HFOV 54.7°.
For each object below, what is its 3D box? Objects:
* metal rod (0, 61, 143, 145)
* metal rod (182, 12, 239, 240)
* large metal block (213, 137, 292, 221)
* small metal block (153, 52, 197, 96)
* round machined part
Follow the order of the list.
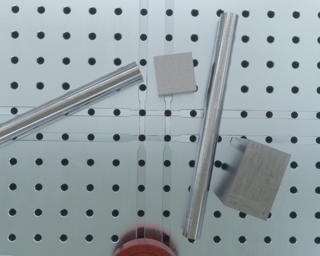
[{"bbox_3d":[-0.164,-0.014,0.411,0.301,0.025,0.025,-25,90,-1],"label":"metal rod"},{"bbox_3d":[0.068,-0.003,0.414,0.025,0.025,0.298,10,90,-1],"label":"metal rod"},{"bbox_3d":[0.110,0.058,0.387,0.050,0.080,0.080,21,90,-1],"label":"large metal block"},{"bbox_3d":[0.019,-0.071,0.414,0.050,0.025,0.050,-7,90,-1],"label":"small metal block"},{"bbox_3d":[-0.021,0.193,0.405,0.099,0.042,0.097,0,90,-1],"label":"round machined part"}]
